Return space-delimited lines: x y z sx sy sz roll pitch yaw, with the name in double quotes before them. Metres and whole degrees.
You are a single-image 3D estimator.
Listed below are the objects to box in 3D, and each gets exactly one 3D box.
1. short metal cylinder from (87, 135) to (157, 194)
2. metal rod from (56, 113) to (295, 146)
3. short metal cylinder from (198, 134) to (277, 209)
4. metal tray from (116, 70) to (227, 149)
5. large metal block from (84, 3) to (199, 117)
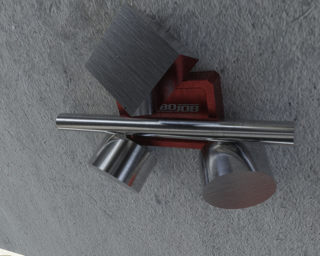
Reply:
"short metal cylinder" -0.051 0.048 0.425 0.080 0.050 0.080 28 163 9
"metal rod" -0.003 -0.002 0.370 0.300 0.025 0.025 3 120 26
"short metal cylinder" 0.087 0.052 0.357 0.081 0.050 0.080 -1 137 0
"metal tray" 0.012 -0.021 0.386 0.130 0.030 0.089 2 120 27
"large metal block" -0.020 -0.070 0.332 0.080 0.050 0.080 47 114 16
